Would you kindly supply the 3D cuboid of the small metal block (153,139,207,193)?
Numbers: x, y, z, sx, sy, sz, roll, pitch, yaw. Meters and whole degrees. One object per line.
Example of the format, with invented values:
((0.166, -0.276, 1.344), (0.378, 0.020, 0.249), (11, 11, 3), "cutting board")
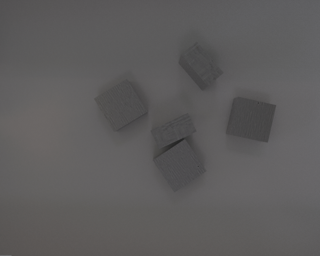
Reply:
((0.025, 0.049, 0.411), (0.050, 0.025, 0.050), (-34, 90, 0), "small metal block")

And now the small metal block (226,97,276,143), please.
((0.120, -0.011, 0.412), (0.050, 0.025, 0.050), (13, 90, 0), "small metal block")

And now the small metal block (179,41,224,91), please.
((0.051, -0.078, 0.399), (0.025, 0.050, 0.050), (-41, 90, 0), "small metal block")

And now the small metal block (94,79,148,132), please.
((-0.051, -0.029, 0.411), (0.050, 0.025, 0.050), (-31, 90, 0), "small metal block")

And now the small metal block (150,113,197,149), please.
((0.016, 0.003, 0.399), (0.050, 0.050, 0.025), (-25, 90, 0), "small metal block")
